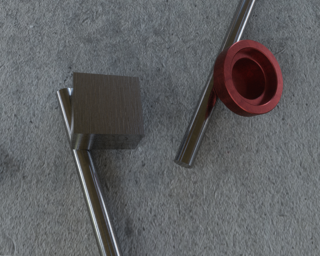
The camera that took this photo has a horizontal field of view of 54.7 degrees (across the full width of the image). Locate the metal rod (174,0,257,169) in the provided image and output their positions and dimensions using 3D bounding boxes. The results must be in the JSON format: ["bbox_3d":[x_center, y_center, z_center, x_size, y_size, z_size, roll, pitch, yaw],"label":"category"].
[{"bbox_3d":[0.087,-0.084,0.439,0.025,0.025,0.300,22,71,7],"label":"metal rod"}]

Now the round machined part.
[{"bbox_3d":[0.111,-0.062,0.410,0.099,0.042,0.097,4,80,-25],"label":"round machined part"}]

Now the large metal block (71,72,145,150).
[{"bbox_3d":[-0.068,-0.019,0.387,0.081,0.050,0.080,1,65,-19],"label":"large metal block"}]

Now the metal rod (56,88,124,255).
[{"bbox_3d":[-0.079,0.084,0.376,0.025,0.025,0.299,-19,71,-7],"label":"metal rod"}]
